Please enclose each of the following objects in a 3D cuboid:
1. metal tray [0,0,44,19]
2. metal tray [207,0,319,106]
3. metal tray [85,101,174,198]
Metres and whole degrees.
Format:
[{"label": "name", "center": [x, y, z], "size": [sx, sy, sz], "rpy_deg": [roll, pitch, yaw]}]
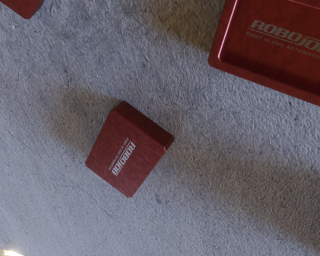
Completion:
[{"label": "metal tray", "center": [-0.157, -0.194, 0.340], "size": [0.090, 0.030, 0.130], "rpy_deg": [36, 137, -23]}, {"label": "metal tray", "center": [0.120, -0.082, 0.289], "size": [0.130, 0.030, 0.089], "rpy_deg": [23, 127, 13]}, {"label": "metal tray", "center": [-0.048, 0.035, 0.451], "size": [0.090, 0.030, 0.129], "rpy_deg": [36, 129, 3]}]
